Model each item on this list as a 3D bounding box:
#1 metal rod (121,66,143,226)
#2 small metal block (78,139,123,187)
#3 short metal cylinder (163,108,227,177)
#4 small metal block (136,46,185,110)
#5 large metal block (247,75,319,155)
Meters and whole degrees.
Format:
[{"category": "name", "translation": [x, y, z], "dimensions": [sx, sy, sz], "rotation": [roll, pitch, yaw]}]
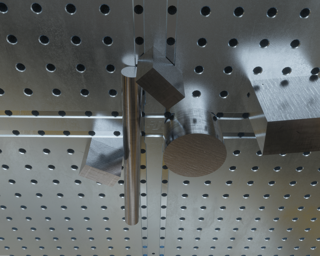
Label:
[{"category": "metal rod", "translation": [-0.041, 0.049, 0.452], "dimensions": [0.025, 0.025, 0.298], "rotation": [2, 130, -3]}, {"category": "small metal block", "translation": [-0.082, 0.049, 0.436], "dimensions": [0.050, 0.050, 0.025], "rotation": [24, 126, -20]}, {"category": "short metal cylinder", "translation": [0.045, 0.020, 0.413], "dimensions": [0.081, 0.050, 0.079], "rotation": [0, 130, 0]}, {"category": "small metal block", "translation": [0.001, -0.057, 0.347], "dimensions": [0.025, 0.050, 0.050], "rotation": [-36, 122, 26]}, {"category": "large metal block", "translation": [0.154, -0.017, 0.364], "dimensions": [0.080, 0.080, 0.050], "rotation": [-5, 130, 3]}]
